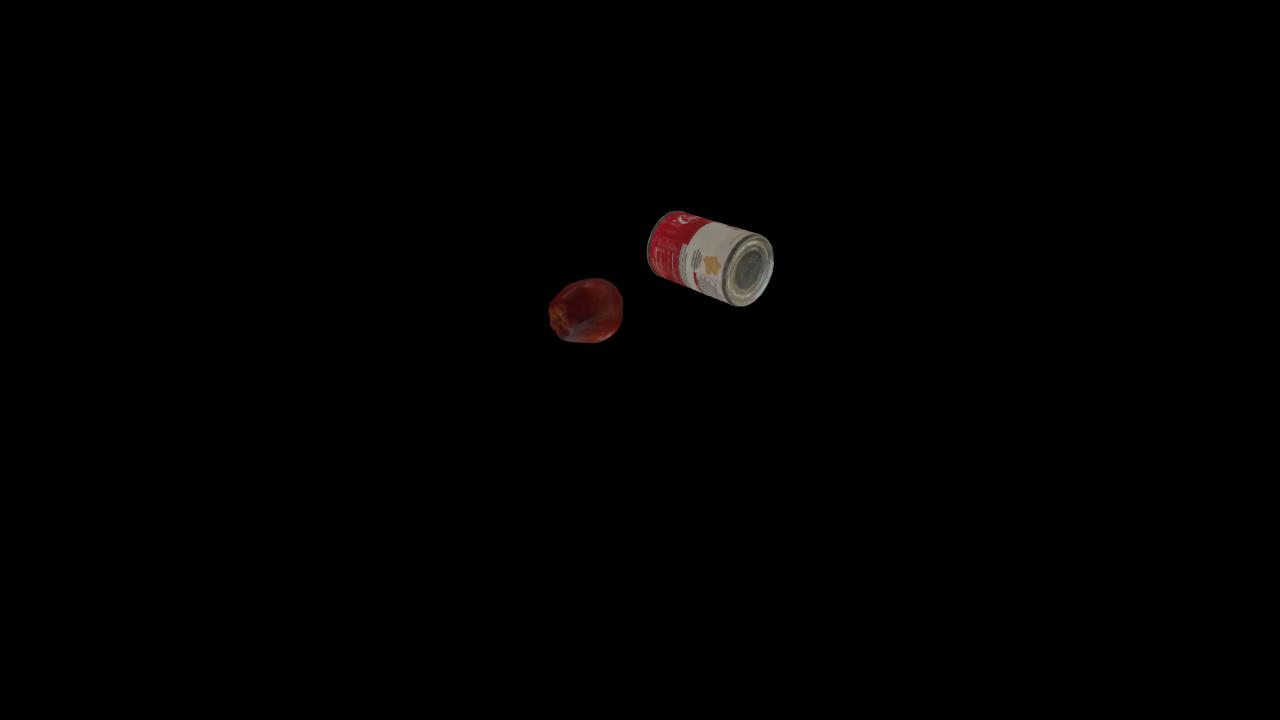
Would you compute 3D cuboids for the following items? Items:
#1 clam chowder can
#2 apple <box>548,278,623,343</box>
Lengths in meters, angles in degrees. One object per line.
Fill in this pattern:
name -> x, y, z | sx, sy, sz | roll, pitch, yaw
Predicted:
clam chowder can -> 0.064, -0.095, 0.571 | 0.068, 0.068, 0.102 | 0, 22, -44
apple -> -0.062, -0.058, 0.728 | 0.093, 0.079, 0.079 | -17, 11, -40
